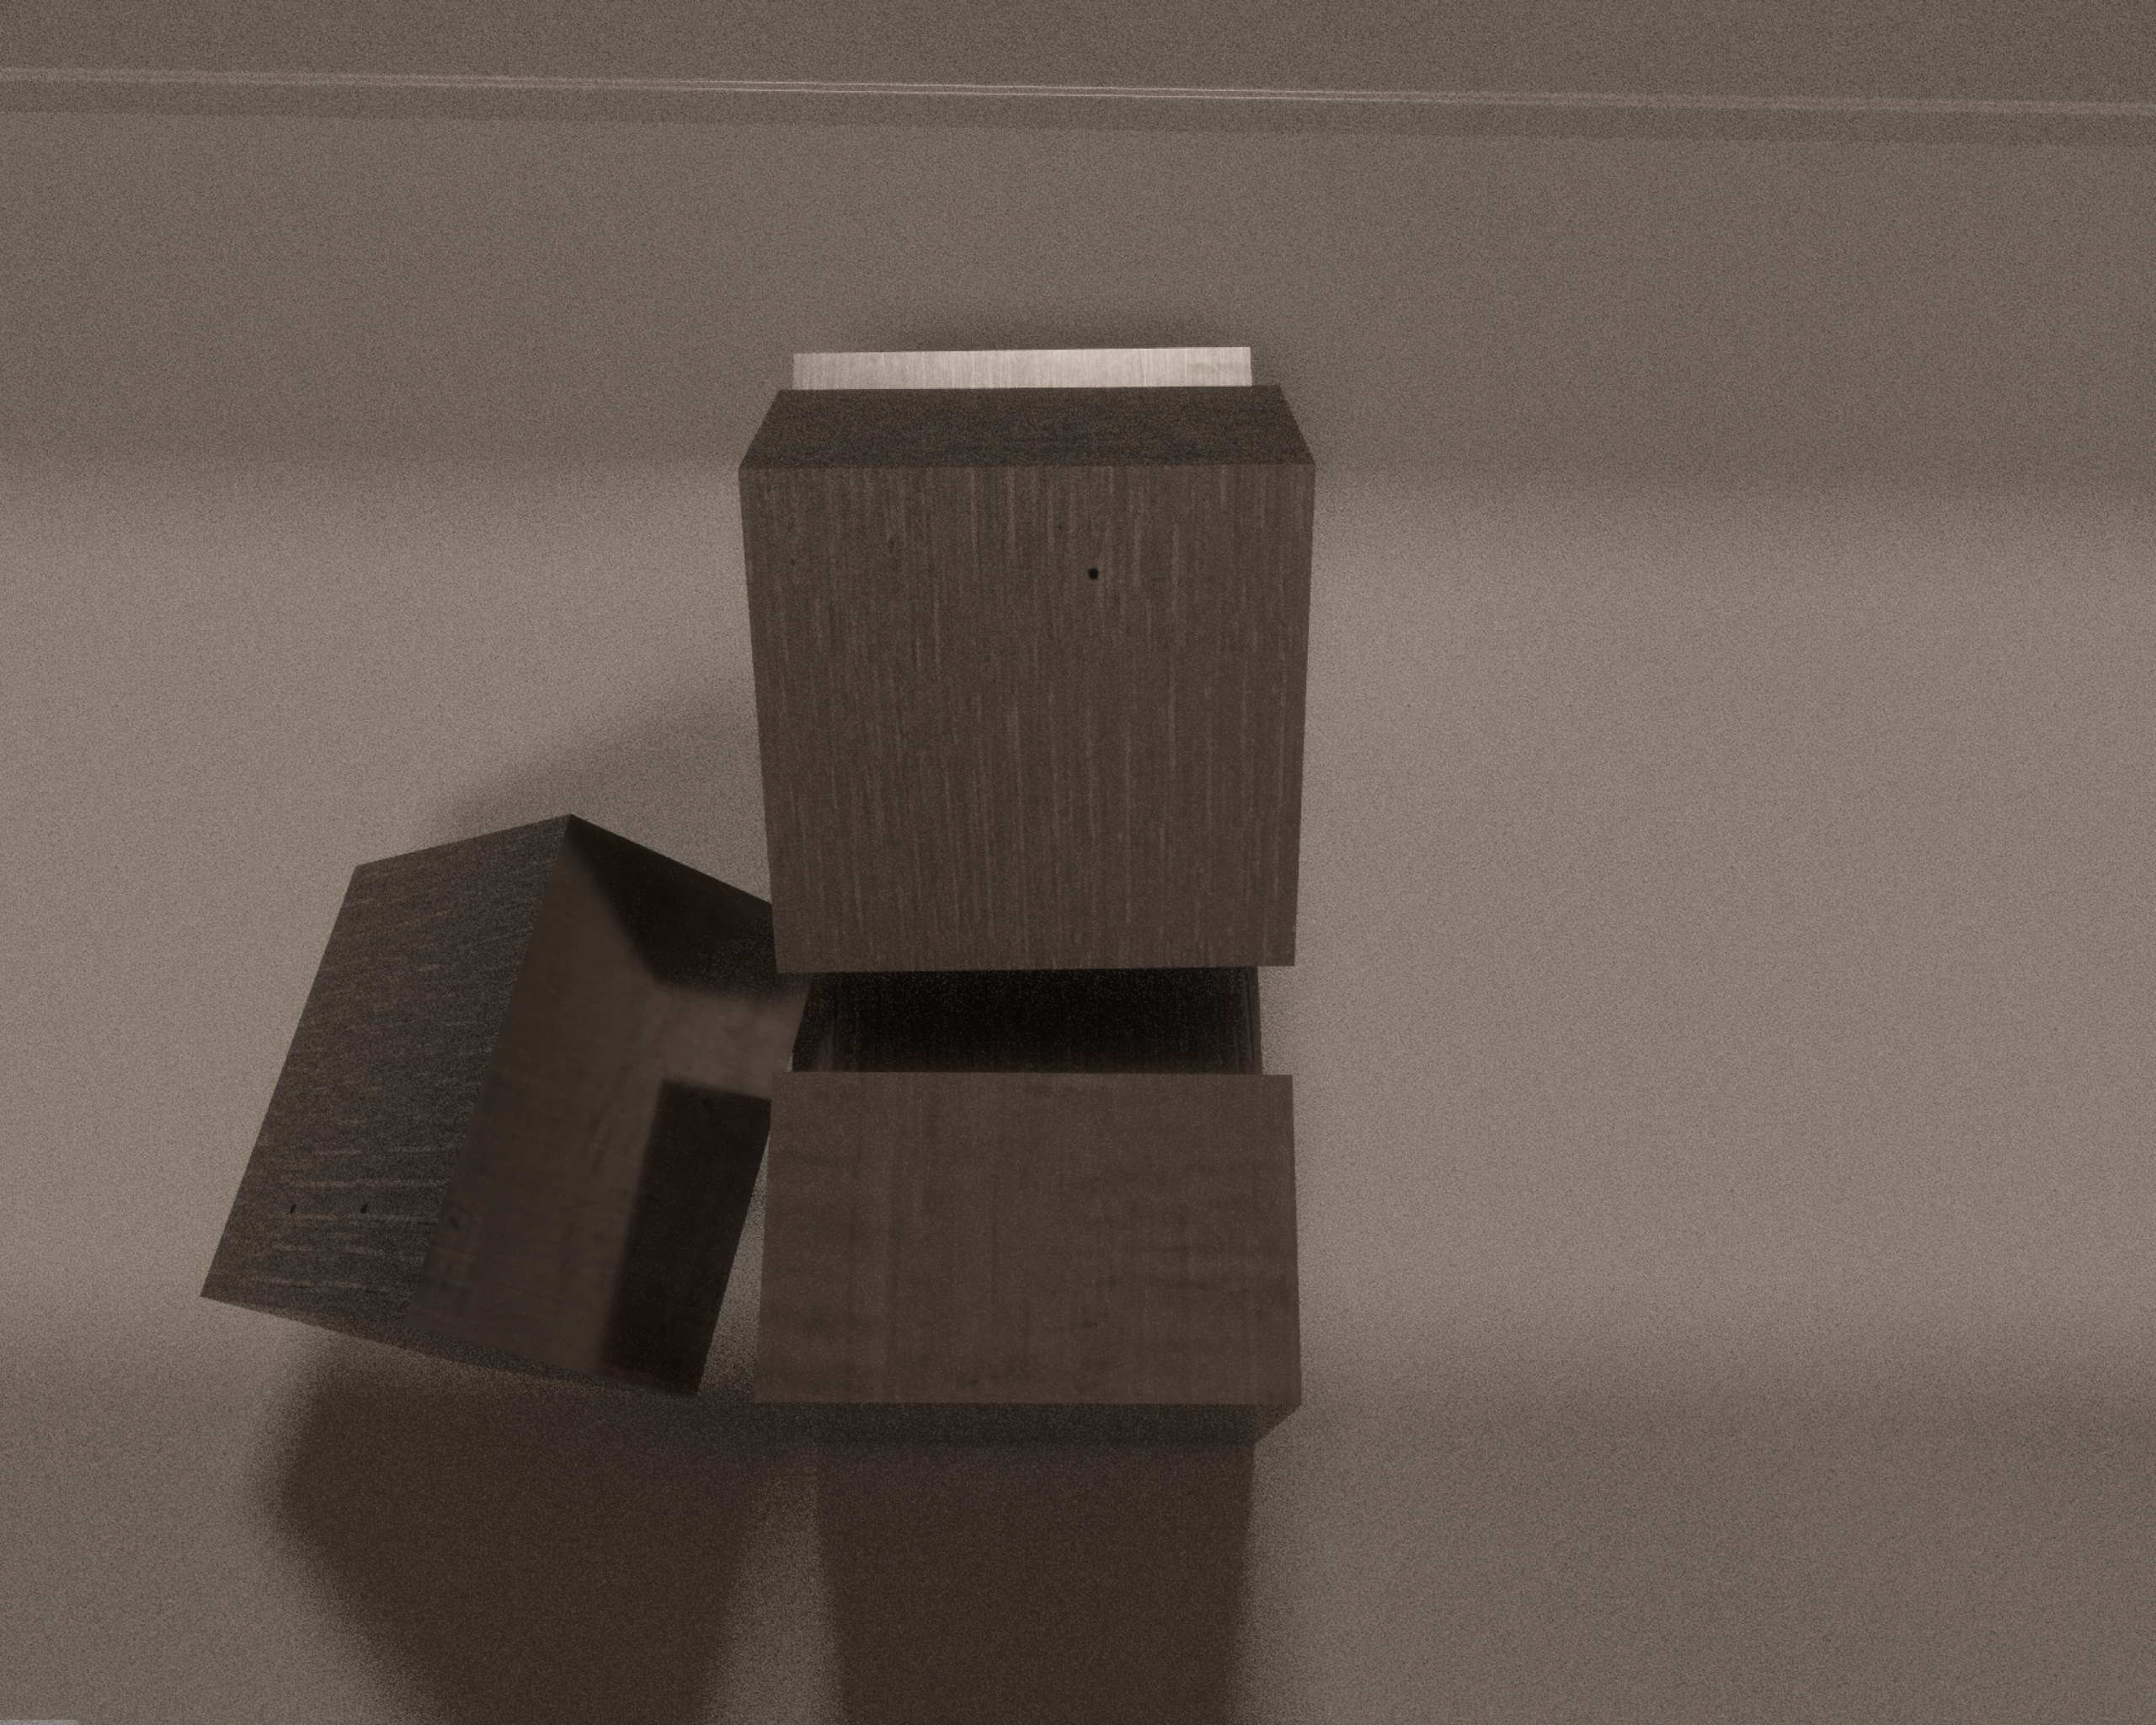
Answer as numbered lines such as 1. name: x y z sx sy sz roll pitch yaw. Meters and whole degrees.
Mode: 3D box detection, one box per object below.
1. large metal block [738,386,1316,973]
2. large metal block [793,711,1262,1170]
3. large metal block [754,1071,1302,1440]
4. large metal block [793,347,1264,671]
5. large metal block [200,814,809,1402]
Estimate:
1. large metal block: -0.007 -0.030 0.330 0.081 0.079 0.050 -1 25 -1
2. large metal block: -0.009 0.013 0.392 0.081 0.050 0.080 -1 70 -1
3. large metal block: -0.007 0.069 0.352 0.081 0.080 0.050 0 70 0
4. large metal block: -0.009 -0.054 0.397 0.081 0.080 0.050 -1 70 -1
5. large metal block: -0.096 0.042 0.353 0.050 0.080 0.080 28 66 -36
